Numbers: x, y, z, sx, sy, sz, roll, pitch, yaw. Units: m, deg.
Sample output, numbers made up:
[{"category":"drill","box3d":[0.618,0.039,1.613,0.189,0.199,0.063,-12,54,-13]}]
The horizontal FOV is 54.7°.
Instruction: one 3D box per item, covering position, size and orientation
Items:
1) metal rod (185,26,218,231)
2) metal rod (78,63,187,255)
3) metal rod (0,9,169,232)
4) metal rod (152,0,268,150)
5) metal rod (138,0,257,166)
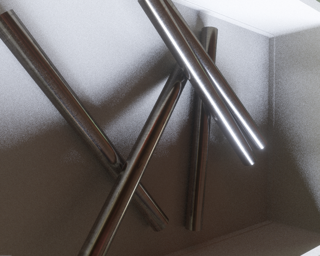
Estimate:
[{"category":"metal rod","box3d":[0.062,-0.002,0.461,0.025,0.025,0.298,9,84,-40]},{"category":"metal rod","box3d":[-0.020,0.026,0.363,0.025,0.025,0.300,46,54,-31]},{"category":"metal rod","box3d":[-0.073,0.012,0.346,0.025,0.025,0.299,-48,119,-30]},{"category":"metal rod","box3d":[0.074,-0.074,0.437,0.300,0.025,0.025,48,61,-27]},{"category":"metal rod","box3d":[0.065,-0.050,0.427,0.300,0.025,0.025,52,60,-30]}]
